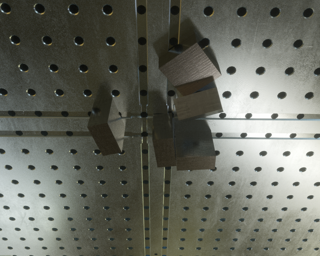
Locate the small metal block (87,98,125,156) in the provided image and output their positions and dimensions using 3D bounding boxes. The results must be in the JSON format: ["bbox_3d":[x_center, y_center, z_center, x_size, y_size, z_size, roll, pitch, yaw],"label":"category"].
[{"bbox_3d":[-0.066,-0.001,0.393,0.025,0.050,0.050,-11,129,9],"label":"small metal block"}]

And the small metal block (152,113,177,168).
[{"bbox_3d":[0.006,0.016,0.408,0.025,0.050,0.050,-5,130,5],"label":"small metal block"}]

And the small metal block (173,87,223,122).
[{"bbox_3d":[0.047,-0.026,0.371,0.050,0.050,0.025,-15,86,12],"label":"small metal block"}]

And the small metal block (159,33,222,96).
[{"bbox_3d":[0.034,-0.070,0.352,0.050,0.025,0.050,-31,124,23],"label":"small metal block"}]

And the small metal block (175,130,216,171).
[{"bbox_3d":[0.047,0.030,0.421,0.050,0.050,0.025,-2,130,2],"label":"small metal block"}]
